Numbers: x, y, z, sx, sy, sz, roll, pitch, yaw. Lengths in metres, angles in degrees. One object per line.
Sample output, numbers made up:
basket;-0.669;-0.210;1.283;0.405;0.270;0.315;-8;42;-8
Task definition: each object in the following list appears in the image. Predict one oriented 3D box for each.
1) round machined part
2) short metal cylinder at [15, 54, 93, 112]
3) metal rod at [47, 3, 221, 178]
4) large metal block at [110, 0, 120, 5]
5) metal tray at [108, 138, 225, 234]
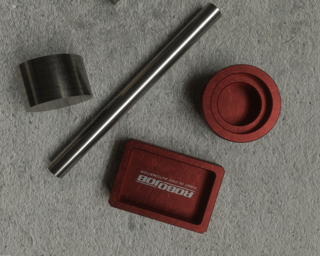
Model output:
round machined part;0.101;-0.030;0.403;0.099;0.042;0.097;0;90;-1
short metal cylinder;-0.129;-0.054;0.381;0.080;0.080;0.050;-15;90;0
metal rod;-0.033;-0.049;0.409;0.025;0.025;0.300;45;89;-1
large metal block;-0.061;-0.223;0.397;0.080;0.050;0.080;-44;91;0
metal tray;0.008;0.074;0.407;0.131;0.030;0.090;17;90;-1
